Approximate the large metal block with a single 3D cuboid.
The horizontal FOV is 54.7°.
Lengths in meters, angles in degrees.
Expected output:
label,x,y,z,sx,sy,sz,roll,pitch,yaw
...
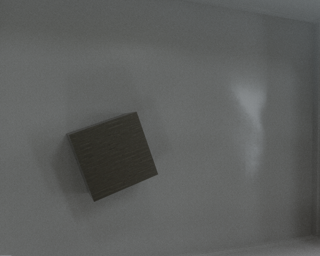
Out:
label,x,y,z,sx,sy,sz,roll,pitch,yaw
large metal block,-0.059,0.031,0.376,0.081,0.050,0.080,-21,97,-19
